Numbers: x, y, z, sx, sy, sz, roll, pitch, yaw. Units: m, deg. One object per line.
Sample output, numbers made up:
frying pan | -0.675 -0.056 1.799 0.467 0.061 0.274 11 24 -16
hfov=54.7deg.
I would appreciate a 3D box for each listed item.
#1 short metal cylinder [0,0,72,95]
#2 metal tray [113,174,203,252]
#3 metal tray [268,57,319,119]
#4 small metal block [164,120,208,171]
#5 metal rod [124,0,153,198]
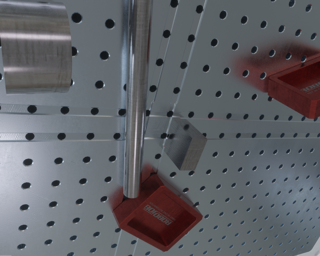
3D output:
short metal cylinder | -0.111 -0.070 0.272 0.050 0.080 0.079 -6 121 -26
metal tray | 0.001 0.139 0.494 0.090 0.030 0.130 -43 130 2
metal tray | 0.241 -0.066 0.459 0.131 0.090 0.030 -22 127 -16
small metal block | 0.034 0.024 0.429 0.025 0.050 0.050 5 116 -31
metal rod | -0.028 -0.036 0.373 0.025 0.025 0.298 -9 123 -24
